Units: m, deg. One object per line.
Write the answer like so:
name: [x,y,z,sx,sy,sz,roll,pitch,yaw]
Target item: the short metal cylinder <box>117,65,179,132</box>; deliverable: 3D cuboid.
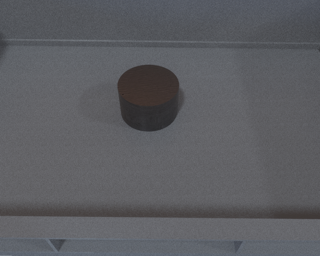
short metal cylinder: [-0.015,-0.042,0.424,0.081,0.050,0.080,0,50,0]
